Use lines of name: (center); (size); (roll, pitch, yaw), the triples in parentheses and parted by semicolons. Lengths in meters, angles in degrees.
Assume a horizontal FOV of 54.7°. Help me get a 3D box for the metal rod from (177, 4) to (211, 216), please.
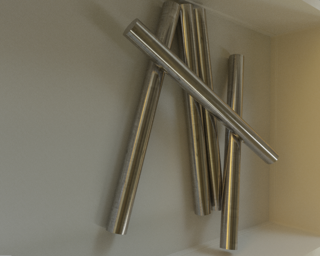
metal rod: (0.049, -0.022, 0.446); (0.025, 0.025, 0.298); (-10, 97, -40)

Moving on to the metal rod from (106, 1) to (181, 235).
metal rod: (-0.018, -0.021, 0.391); (0.025, 0.025, 0.299); (22, 76, -38)

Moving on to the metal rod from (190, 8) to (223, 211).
metal rod: (0.071, -0.023, 0.465); (0.025, 0.025, 0.298); (-12, 98, -39)

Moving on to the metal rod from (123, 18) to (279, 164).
metal rod: (0.072, -0.034, 0.422); (0.301, 0.025, 0.025); (37, 67, -28)

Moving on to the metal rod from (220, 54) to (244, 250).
metal rod: (0.112, 0.027, 0.477); (0.025, 0.025, 0.299); (17, 72, -39)
